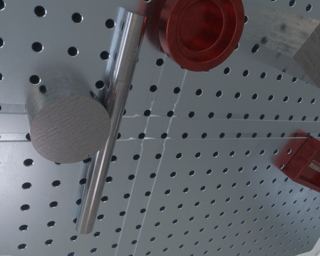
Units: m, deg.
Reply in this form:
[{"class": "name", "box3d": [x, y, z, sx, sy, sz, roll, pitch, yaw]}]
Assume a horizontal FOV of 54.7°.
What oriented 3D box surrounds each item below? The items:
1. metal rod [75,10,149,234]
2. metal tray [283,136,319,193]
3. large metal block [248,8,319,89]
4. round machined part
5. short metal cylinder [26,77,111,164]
[{"class": "metal rod", "box3d": [-0.066, 0.011, 0.381, 0.025, 0.025, 0.298, 4, 117, -30]}, {"class": "metal tray", "box3d": [0.318, 0.078, 0.629, 0.131, 0.030, 0.090, 23, 106, -37]}, {"class": "large metal block", "box3d": [0.179, -0.105, 0.408, 0.080, 0.080, 0.050, 28, 103, -38]}, {"class": "round machined part", "box3d": [0.043, -0.117, 0.351, 0.099, 0.042, 0.097, -14, 124, -21]}, {"class": "short metal cylinder", "box3d": [-0.100, -0.009, 0.335, 0.081, 0.050, 0.079, -14, 124, -21]}]
